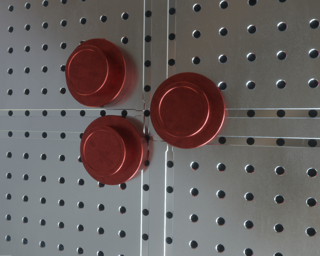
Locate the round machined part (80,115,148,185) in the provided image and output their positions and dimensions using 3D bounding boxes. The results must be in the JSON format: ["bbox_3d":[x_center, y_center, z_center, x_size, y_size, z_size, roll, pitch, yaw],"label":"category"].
[{"bbox_3d":[-0.070,0.031,0.429,0.098,0.042,0.097,0,90,20],"label":"round machined part"}]

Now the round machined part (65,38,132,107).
[{"bbox_3d":[-0.093,-0.078,0.437,0.098,0.042,0.097,0,90,20],"label":"round machined part"}]

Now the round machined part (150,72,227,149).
[{"bbox_3d":[0.032,-0.022,0.392,0.098,0.042,0.097,0,90,20],"label":"round machined part"}]
